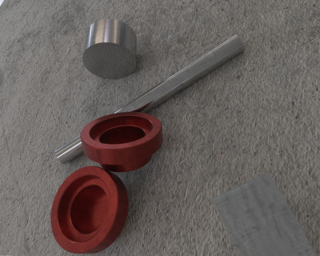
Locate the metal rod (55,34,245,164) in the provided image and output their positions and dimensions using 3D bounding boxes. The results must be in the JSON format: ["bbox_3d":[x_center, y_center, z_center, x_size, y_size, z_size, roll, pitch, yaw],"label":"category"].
[{"bbox_3d":[-0.019,-0.037,0.436,0.300,0.025,0.025,-32,52,7],"label":"metal rod"}]

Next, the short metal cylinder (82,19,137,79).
[{"bbox_3d":[-0.077,-0.121,0.483,0.080,0.080,0.050,-14,56,20],"label":"short metal cylinder"}]

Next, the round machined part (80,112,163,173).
[{"bbox_3d":[-0.045,0.019,0.385,0.099,0.042,0.098,-3,27,2],"label":"round machined part"}]

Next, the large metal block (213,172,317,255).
[{"bbox_3d":[0.094,0.095,0.261,0.050,0.080,0.080,-28,52,10],"label":"large metal block"}]

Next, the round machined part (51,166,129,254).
[{"bbox_3d":[-0.078,0.098,0.369,0.098,0.042,0.098,-12,63,25],"label":"round machined part"}]
